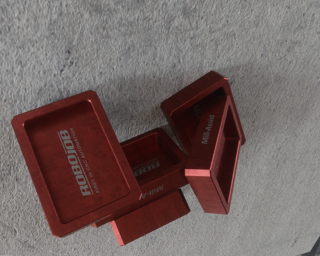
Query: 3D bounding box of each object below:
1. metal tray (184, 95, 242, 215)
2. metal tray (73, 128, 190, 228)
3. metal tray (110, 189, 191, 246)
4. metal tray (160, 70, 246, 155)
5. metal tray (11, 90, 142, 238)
[{"bbox_3d":[0.074,0.032,0.398,0.090,0.030,0.130,63,36,-39],"label":"metal tray"},{"bbox_3d":[-0.036,0.054,0.381,0.131,0.090,0.030,-23,127,-15],"label":"metal tray"},{"bbox_3d":[-0.021,0.115,0.413,0.091,0.130,0.030,-22,82,-15],"label":"metal tray"},{"bbox_3d":[0.066,-0.005,0.440,0.090,0.030,0.130,-34,129,-7],"label":"metal tray"},{"bbox_3d":[-0.086,0.034,0.322,0.091,0.130,0.030,-22,166,-16],"label":"metal tray"}]
